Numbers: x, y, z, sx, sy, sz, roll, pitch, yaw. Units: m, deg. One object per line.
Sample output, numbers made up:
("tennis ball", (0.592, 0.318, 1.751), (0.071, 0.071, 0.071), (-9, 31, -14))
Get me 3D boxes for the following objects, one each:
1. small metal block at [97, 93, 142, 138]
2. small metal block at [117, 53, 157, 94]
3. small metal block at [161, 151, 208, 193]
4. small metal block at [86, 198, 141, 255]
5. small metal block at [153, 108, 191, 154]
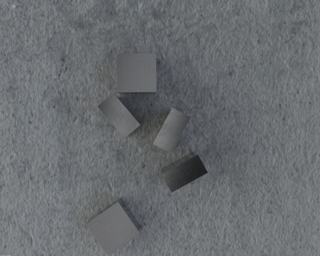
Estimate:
("small metal block", (-0.049, -0.015, 0.397), (0.025, 0.050, 0.050), (-40, 91, 0))
("small metal block", (-0.030, -0.071, 0.410), (0.050, 0.025, 0.050), (-1, 90, -1))
("small metal block", (0.030, 0.055, 0.398), (0.050, 0.050, 0.025), (-29, 90, 0))
("small metal block", (-0.060, 0.129, 0.409), (0.050, 0.025, 0.050), (-35, 90, 0))
("small metal block", (0.014, 0.003, 0.398), (0.025, 0.050, 0.050), (28, 90, 0))
